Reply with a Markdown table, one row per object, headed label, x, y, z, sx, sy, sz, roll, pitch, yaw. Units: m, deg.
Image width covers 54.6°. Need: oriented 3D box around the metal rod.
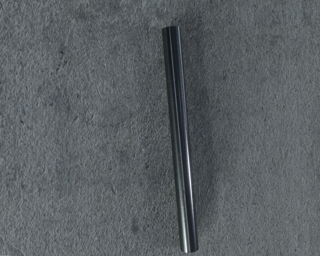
| label | x | y | z | sx | sy | sz | roll | pitch | yaw |
| --- | --- | --- | --- | --- | --- | --- | --- | --- | --- |
| metal rod | 0.028 | 0.016 | 0.418 | 0.025 | 0.025 | 0.298 | -6 | 92 | -20 |
